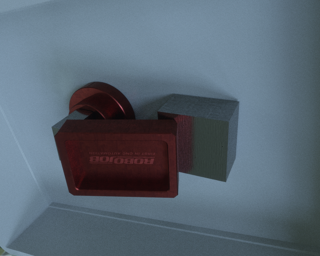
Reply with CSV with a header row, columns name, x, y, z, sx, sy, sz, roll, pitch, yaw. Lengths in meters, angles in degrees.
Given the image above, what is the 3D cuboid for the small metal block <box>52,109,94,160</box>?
name,x,y,z,sx,sy,sz,roll,pitch,yaw
small metal block,-0.107,0.010,0.397,0.025,0.050,0.050,12,123,21

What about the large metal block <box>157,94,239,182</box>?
name,x,y,z,sx,sy,sz,roll,pitch,yaw
large metal block,0.047,0.010,0.369,0.080,0.050,0.079,9,123,23

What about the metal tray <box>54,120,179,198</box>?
name,x,y,z,sx,sy,sz,roll,pitch,yaw
metal tray,-0.045,0.036,0.357,0.131,0.030,0.089,0,121,6

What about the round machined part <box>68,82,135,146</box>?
name,x,y,z,sx,sy,sz,roll,pitch,yaw
round machined part,-0.087,-0.012,0.432,0.098,0.042,0.097,13,124,20

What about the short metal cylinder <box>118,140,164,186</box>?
name,x,y,z,sx,sy,sz,roll,pitch,yaw
short metal cylinder,-0.027,0.048,0.418,0.080,0.050,0.079,6,132,7
